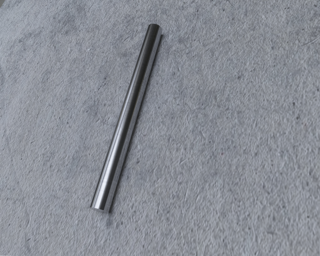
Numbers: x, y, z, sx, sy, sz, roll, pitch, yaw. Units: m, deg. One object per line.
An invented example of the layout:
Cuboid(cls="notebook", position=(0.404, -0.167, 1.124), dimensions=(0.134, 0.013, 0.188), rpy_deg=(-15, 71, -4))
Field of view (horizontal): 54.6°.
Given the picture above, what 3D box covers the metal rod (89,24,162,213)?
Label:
Cuboid(cls="metal rod", position=(-0.042, -0.030, 0.445), dimensions=(0.025, 0.025, 0.300), rpy_deg=(0, 61, 28))
